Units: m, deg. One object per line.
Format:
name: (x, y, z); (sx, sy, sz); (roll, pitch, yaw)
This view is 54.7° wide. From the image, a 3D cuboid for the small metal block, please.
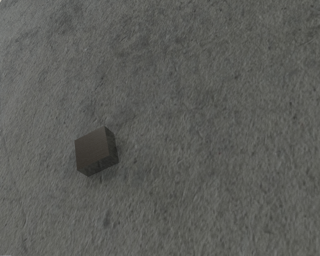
small metal block: (-0.088, 0.032, 0.429); (0.050, 0.025, 0.050); (-26, 53, 12)
